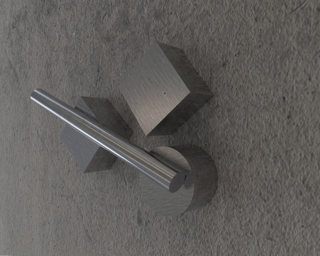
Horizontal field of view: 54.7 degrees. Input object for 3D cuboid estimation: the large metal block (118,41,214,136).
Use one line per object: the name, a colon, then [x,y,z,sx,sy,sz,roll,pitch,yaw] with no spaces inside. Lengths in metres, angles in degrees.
large metal block: [0.005,-0.046,0.384,0.080,0.050,0.080,-45,63,31]

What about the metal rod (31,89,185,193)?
metal rod: [-0.090,0.002,0.413,0.300,0.025,0.025,27,107,36]

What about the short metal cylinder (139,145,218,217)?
short metal cylinder: [0.021,0.061,0.371,0.080,0.050,0.080,0,90,40]

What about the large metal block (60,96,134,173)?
large metal block: [-0.097,0.009,0.469,0.080,0.050,0.080,50,119,28]
